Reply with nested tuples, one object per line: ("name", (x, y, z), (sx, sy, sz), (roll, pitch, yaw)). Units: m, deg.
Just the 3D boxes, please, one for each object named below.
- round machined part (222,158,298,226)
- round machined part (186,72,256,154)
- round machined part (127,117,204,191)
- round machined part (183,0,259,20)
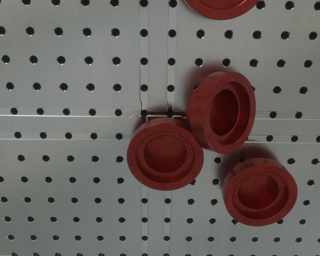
("round machined part", (0.136, 0.085, 0.437), (0.099, 0.042, 0.097), (0, 110, 0))
("round machined part", (0.071, -0.020, 0.380), (0.099, 0.042, 0.097), (-9, 104, -38))
("round machined part", (0.007, 0.031, 0.414), (0.098, 0.042, 0.097), (1, 112, 2))
("round machined part", (0.067, -0.171, 0.342), (0.099, 0.042, 0.097), (0, 110, 0))
